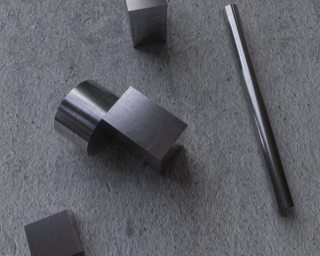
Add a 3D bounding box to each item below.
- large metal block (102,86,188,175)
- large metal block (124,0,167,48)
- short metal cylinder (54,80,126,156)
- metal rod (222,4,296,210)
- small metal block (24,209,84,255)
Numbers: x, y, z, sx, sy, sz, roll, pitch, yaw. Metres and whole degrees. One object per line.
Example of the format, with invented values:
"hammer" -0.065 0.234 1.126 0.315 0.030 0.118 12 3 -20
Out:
"large metal block" -0.016 0.006 0.377 0.080 0.080 0.050 35 74 11
"large metal block" -0.024 -0.175 0.443 0.050 0.080 0.080 -12 71 -4
"short metal cylinder" -0.083 -0.013 0.383 0.050 0.080 0.080 33 73 11
"metal rod" 0.129 -0.042 0.424 0.025 0.025 0.299 -8 70 -3
"small metal block" -0.122 0.129 0.360 0.050 0.025 0.050 -21 71 -8
